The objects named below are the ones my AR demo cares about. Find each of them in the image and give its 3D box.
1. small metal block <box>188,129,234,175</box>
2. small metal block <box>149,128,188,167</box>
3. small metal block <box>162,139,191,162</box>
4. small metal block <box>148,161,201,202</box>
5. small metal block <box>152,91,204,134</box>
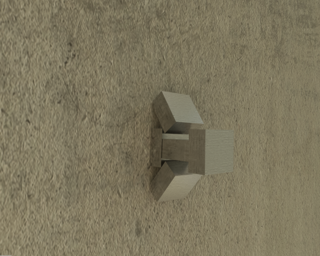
[{"bbox_3d":[0.060,0.027,0.361,0.050,0.025,0.050,1,89,-40],"label":"small metal block"},{"bbox_3d":[0.013,0.026,0.420,0.050,0.025,0.050,3,88,-40],"label":"small metal block"},{"bbox_3d":[0.038,0.027,0.391,0.050,0.050,0.025,3,88,-40],"label":"small metal block"},{"bbox_3d":[0.021,0.070,0.410,0.050,0.025,0.050,3,129,-40],"label":"small metal block"},{"bbox_3d":[0.023,-0.020,0.412,0.050,0.025,0.050,3,52,-40],"label":"small metal block"}]
